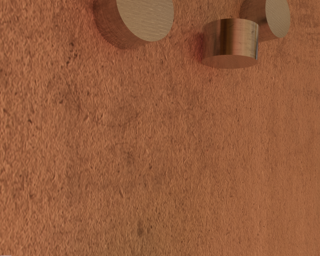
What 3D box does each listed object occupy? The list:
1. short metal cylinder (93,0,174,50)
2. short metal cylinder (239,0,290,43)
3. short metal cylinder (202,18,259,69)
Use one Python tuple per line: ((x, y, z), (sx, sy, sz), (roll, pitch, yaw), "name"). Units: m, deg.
((-0.030, -0.137, 0.362), (0.081, 0.050, 0.080), (0, 90, -40), "short metal cylinder")
((0.184, -0.193, 0.542), (0.081, 0.050, 0.080), (0, 90, -40), "short metal cylinder")
((0.103, -0.121, 0.454), (0.081, 0.080, 0.050), (5, 87, -40), "short metal cylinder")
